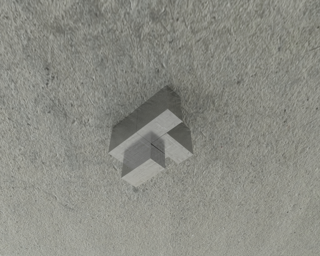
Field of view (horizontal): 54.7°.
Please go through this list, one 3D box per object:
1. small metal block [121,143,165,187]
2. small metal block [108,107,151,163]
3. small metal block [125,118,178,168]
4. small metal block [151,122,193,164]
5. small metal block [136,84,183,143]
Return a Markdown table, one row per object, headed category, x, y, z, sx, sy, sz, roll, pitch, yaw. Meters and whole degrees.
| category | x | y | z | sx | sy | sz | roll | pitch | yaw |
| --- | --- | --- | --- | --- | --- | --- | --- | --- | --- |
| small metal block | -0.021 | 0.039 | 0.392 | 0.050 | 0.050 | 0.025 | -36 | 122 | 26 |
| small metal block | -0.038 | 0.009 | 0.399 | 0.050 | 0.050 | 0.025 | -36 | 122 | 26 |
| small metal block | -0.012 | 0.022 | 0.427 | 0.050 | 0.025 | 0.050 | -35 | 122 | 25 |
| small metal block | 0.016 | 0.010 | 0.401 | 0.025 | 0.050 | 0.050 | -35 | 122 | 26 |
| small metal block | -0.001 | -0.017 | 0.377 | 0.050 | 0.050 | 0.025 | -36 | 122 | 26 |
